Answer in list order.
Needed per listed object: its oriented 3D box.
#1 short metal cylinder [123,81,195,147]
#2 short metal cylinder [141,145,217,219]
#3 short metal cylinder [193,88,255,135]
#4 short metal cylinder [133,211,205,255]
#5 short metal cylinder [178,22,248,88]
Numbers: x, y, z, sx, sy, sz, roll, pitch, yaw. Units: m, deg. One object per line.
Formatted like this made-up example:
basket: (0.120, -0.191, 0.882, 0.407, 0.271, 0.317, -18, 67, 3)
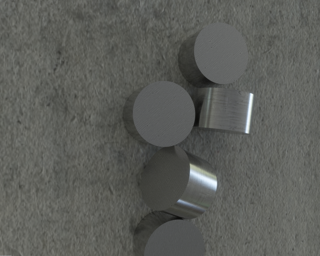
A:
short metal cylinder: (-0.002, -0.017, 0.396, 0.081, 0.050, 0.079, 0, 90, -20)
short metal cylinder: (0.022, 0.067, 0.383, 0.050, 0.080, 0.080, 29, 80, -37)
short metal cylinder: (0.083, -0.021, 0.412, 0.081, 0.080, 0.050, 8, 87, -20)
short metal cylinder: (0.010, 0.151, 0.401, 0.081, 0.050, 0.079, 0, 90, -20)
short metal cylinder: (0.072, -0.097, 0.423, 0.081, 0.050, 0.079, 0, 90, -21)
